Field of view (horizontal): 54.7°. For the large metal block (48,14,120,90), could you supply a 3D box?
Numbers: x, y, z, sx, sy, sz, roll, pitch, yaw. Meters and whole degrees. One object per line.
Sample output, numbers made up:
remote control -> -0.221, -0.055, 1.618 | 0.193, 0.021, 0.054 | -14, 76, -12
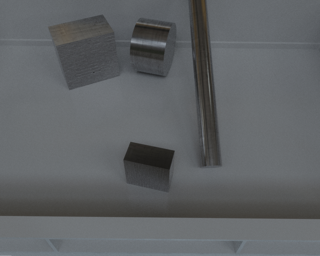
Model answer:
large metal block -> -0.111, -0.112, 0.462 | 0.081, 0.080, 0.050 | -19, 53, -16

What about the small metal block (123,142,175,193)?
small metal block -> -0.011, 0.045, 0.351 | 0.050, 0.050, 0.025 | 11, 51, 8

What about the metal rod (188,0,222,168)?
metal rod -> 0.055, -0.098, 0.407 | 0.025, 0.025, 0.299 | -2, 76, -2

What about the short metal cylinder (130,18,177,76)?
short metal cylinder -> -0.009, -0.123, 0.473 | 0.050, 0.080, 0.080 | 12, 51, 10
